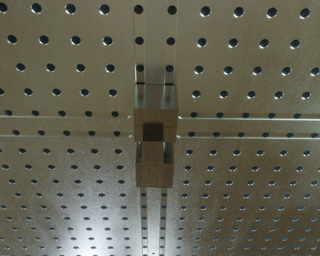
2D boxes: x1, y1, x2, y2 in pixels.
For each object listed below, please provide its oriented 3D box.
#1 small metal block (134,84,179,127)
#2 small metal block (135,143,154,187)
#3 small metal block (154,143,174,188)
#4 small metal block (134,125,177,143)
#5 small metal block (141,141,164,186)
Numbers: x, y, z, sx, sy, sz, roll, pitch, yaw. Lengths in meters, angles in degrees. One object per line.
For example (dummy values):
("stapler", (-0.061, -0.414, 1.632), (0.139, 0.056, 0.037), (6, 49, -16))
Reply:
("small metal block", (-0.005, -0.028, 0.371), (0.050, 0.050, 0.025), (2, 130, -2))
("small metal block", (-0.020, 0.048, 0.436), (0.025, 0.050, 0.050), (1, 130, -1))
("small metal block", (0.005, 0.049, 0.435), (0.025, 0.050, 0.050), (1, 130, -1))
("small metal block", (-0.006, -0.008, 0.387), (0.050, 0.050, 0.025), (2, 130, -2))
("small metal block", (-0.009, 0.041, 0.376), (0.025, 0.050, 0.050), (1, 88, 0))
